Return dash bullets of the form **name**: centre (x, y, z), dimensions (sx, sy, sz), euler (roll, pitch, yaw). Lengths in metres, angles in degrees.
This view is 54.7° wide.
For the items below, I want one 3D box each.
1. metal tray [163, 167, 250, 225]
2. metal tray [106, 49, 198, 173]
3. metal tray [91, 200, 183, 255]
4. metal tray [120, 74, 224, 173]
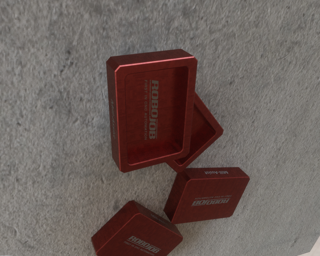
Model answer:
- **metal tray**: centre (0.079, 0.111, 0.518), dimensions (0.131, 0.030, 0.089), euler (3, 117, -30)
- **metal tray**: centre (-0.009, -0.018, 0.349), dimensions (0.091, 0.030, 0.129), euler (-12, 124, -22)
- **metal tray**: centre (-0.033, 0.179, 0.498), dimensions (0.090, 0.030, 0.130), euler (-45, 130, 3)
- **metal tray**: centre (0.019, -0.007, 0.411), dimensions (0.090, 0.030, 0.130), euler (-43, 130, 1)
